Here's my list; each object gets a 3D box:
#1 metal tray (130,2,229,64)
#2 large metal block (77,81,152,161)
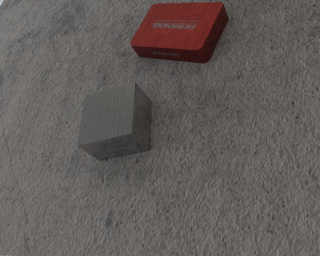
[{"bbox_3d":[0.028,-0.149,0.478,0.130,0.030,0.090,14,69,33],"label":"metal tray"},{"bbox_3d":[-0.059,-0.008,0.424,0.080,0.050,0.080,-13,56,21],"label":"large metal block"}]
